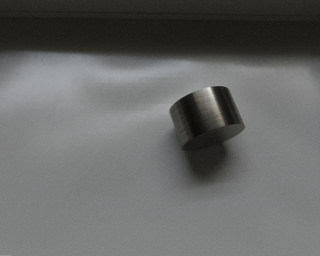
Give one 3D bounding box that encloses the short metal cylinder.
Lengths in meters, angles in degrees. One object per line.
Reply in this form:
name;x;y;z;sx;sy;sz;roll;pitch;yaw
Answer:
short metal cylinder;0.058;-0.010;0.385;0.081;0.080;0.050;-16;71;-6
